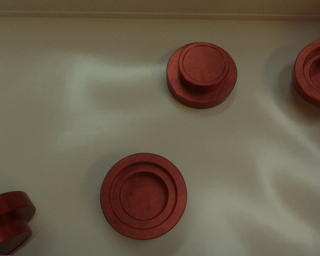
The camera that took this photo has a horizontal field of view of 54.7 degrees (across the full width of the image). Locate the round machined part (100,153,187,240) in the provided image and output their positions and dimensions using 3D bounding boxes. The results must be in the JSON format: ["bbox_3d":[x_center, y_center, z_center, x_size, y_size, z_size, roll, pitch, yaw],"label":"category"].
[{"bbox_3d":[-0.019,0.082,0.370,0.099,0.042,0.098,0,70,0],"label":"round machined part"}]

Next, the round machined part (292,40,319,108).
[{"bbox_3d":[0.231,-0.069,0.421,0.098,0.042,0.098,-4,71,11],"label":"round machined part"}]

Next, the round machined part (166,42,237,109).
[{"bbox_3d":[0.058,-0.079,0.430,0.099,0.042,0.098,0,70,0],"label":"round machined part"}]

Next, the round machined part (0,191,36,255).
[{"bbox_3d":[-0.178,0.114,0.328,0.098,0.098,0.042,-36,74,-12],"label":"round machined part"}]
